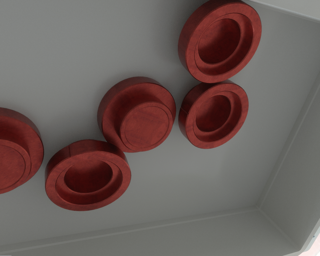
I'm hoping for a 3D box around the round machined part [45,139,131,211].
[{"bbox_3d":[-0.088,0.052,0.377,0.099,0.042,0.097,-11,129,-14],"label":"round machined part"}]

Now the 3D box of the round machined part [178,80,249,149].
[{"bbox_3d":[0.068,-0.023,0.422,0.099,0.042,0.097,-14,124,-21],"label":"round machined part"}]

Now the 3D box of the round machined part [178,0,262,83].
[{"bbox_3d":[0.065,-0.105,0.363,0.099,0.042,0.097,-16,135,-17],"label":"round machined part"}]

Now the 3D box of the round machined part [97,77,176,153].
[{"bbox_3d":[-0.023,-0.010,0.380,0.099,0.042,0.097,-14,124,-21],"label":"round machined part"}]

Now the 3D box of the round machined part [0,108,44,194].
[{"bbox_3d":[-0.173,0.031,0.323,0.099,0.042,0.097,-14,125,-21],"label":"round machined part"}]
